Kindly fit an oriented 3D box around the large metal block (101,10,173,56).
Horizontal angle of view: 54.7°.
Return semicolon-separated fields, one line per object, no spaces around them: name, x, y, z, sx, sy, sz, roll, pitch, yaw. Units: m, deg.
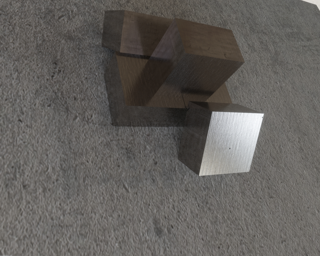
large metal block;-0.028;-0.129;0.428;0.081;0.050;0.080;0;18;-28

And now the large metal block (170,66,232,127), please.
large metal block;0.049;-0.048;0.445;0.081;0.050;0.080;1;62;-28

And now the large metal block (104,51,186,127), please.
large metal block;-0.022;-0.049;0.406;0.081;0.050;0.080;1;62;-28

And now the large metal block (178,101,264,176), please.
large metal block;0.077;0.012;0.398;0.081;0.079;0.050;1;18;-29

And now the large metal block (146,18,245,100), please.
large metal block;0.040;-0.080;0.378;0.081;0.080;0.050;1;61;-28
